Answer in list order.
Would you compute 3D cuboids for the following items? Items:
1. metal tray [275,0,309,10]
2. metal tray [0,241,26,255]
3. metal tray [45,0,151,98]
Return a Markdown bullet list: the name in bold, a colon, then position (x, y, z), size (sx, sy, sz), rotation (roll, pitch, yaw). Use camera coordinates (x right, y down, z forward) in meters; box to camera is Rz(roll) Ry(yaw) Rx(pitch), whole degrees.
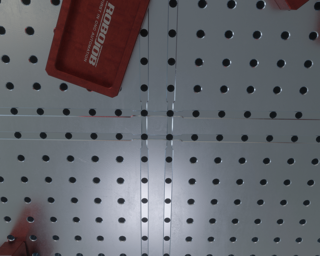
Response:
- **metal tray**: position (0.172, -0.205, 0.336), size (0.130, 0.030, 0.090), rotation (-37, 106, 12)
- **metal tray**: position (-0.227, 0.249, 0.458), size (0.030, 0.090, 0.129), rotation (-2, 102, 1)
- **metal tray**: position (-0.073, -0.112, 0.368), size (0.090, 0.030, 0.129), rotation (19, 109, -7)
